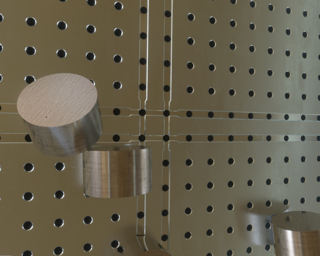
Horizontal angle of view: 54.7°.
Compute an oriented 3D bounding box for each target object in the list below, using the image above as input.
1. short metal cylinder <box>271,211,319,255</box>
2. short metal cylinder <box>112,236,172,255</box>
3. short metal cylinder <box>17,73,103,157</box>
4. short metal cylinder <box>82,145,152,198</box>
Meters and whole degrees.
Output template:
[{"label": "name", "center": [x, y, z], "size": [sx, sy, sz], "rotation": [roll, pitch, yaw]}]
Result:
[{"label": "short metal cylinder", "center": [0.212, 0.163, 0.464], "size": [0.081, 0.080, 0.050], "rotation": [-9, 93, -20]}, {"label": "short metal cylinder", "center": [-0.020, 0.185, 0.393], "size": [0.081, 0.050, 0.079], "rotation": [0, 90, -21]}, {"label": "short metal cylinder", "center": [-0.106, -0.015, 0.338], "size": [0.081, 0.050, 0.080], "rotation": [1, 49, -1]}, {"label": "short metal cylinder", "center": [-0.050, 0.048, 0.366], "size": [0.081, 0.080, 0.050], "rotation": [-2, 91, -20]}]
